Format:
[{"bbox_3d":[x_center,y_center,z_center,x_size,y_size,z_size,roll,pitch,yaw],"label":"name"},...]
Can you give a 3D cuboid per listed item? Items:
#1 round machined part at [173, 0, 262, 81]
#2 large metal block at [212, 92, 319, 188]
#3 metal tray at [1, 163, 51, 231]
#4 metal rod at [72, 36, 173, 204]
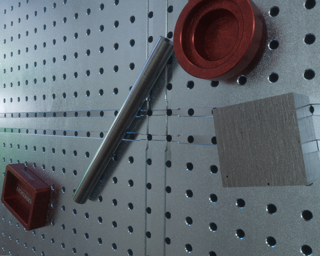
[{"bbox_3d":[0.066,-0.101,0.344,0.098,0.042,0.097,0,90,40],"label":"round machined part"},{"bbox_3d":[0.105,0.014,0.307,0.080,0.050,0.080,-11,83,39],"label":"large metal block"},{"bbox_3d":[-0.279,0.138,0.636,0.130,0.030,0.089,24,105,37],"label":"metal tray"},{"bbox_3d":[-0.062,0.003,0.460,0.025,0.025,0.298,47,118,30],"label":"metal rod"}]
